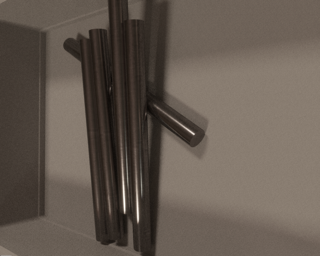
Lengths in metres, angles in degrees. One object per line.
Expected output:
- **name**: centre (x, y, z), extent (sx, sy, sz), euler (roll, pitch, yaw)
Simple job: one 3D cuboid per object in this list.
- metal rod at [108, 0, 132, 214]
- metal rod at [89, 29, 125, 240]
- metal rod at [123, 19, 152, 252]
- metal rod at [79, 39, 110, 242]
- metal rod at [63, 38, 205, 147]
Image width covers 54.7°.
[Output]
- **metal rod**: centre (-0.049, -0.029, 0.415), extent (0.025, 0.025, 0.298), euler (7, 104, 39)
- **metal rod**: centre (-0.076, 0.012, 0.445), extent (0.025, 0.025, 0.298), euler (0, 97, 39)
- **metal rod**: centre (-0.028, 0.016, 0.402), extent (0.025, 0.025, 0.298), euler (6, 102, 39)
- **metal rod**: centre (-0.095, 0.021, 0.463), extent (0.025, 0.025, 0.298), euler (0, 96, 39)
- **metal rod**: centre (-0.055, -0.065, 0.449), extent (0.300, 0.025, 0.025), euler (38, 113, 33)
